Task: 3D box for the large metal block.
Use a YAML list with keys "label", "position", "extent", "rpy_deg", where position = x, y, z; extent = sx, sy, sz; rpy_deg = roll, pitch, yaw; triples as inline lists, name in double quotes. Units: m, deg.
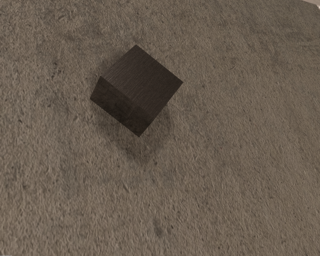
- label: "large metal block"
  position: [-0.029, -0.049, 0.403]
  extent: [0.080, 0.050, 0.080]
  rpy_deg: [38, 51, -3]
